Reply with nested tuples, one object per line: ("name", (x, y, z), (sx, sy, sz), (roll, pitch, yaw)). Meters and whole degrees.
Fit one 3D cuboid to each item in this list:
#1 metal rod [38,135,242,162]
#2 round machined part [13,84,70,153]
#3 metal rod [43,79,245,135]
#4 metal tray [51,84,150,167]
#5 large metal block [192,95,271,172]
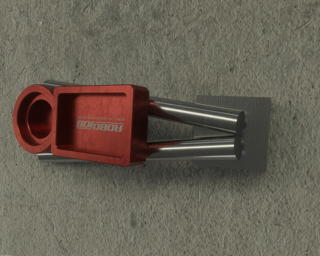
("metal rod", (-0.048, 0.030, 0.392), (0.300, 0.025, 0.025), (-5, 89, 32))
("round machined part", (-0.165, -0.013, 0.452), (0.098, 0.042, 0.097), (0, 89, 30))
("metal rod", (-0.044, -0.033, 0.390), (0.300, 0.025, 0.025), (13, 94, 32))
("metal tray", (-0.077, -0.006, 0.378), (0.130, 0.030, 0.089), (4, 91, 32))
("large metal block", (0.086, 0.005, 0.365), (0.080, 0.050, 0.079), (4, 91, 19))
